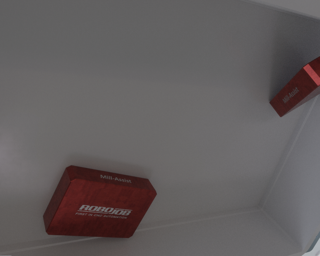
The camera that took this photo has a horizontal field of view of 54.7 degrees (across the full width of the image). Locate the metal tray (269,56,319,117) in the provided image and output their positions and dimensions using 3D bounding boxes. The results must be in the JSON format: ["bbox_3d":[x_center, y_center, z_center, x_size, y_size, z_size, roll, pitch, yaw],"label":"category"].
[{"bbox_3d":[0.219,-0.067,0.436,0.090,0.030,0.130,-30,166,-8],"label":"metal tray"}]

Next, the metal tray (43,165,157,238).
[{"bbox_3d":[-0.080,0.106,0.427,0.131,0.030,0.090,17,109,-35],"label":"metal tray"}]
